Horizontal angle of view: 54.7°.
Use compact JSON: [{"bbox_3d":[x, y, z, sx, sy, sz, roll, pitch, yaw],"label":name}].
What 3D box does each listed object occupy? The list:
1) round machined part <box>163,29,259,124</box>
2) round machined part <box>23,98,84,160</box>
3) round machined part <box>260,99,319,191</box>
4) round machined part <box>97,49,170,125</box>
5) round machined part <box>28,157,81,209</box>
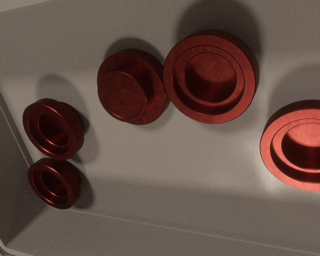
[{"bbox_3d":[0.056,-0.057,0.332,0.098,0.042,0.097,13,124,20],"label":"round machined part"},{"bbox_3d":[-0.157,-0.002,0.477,0.098,0.042,0.097,13,124,20],"label":"round machined part"},{"bbox_3d":[0.158,0.014,0.323,0.098,0.042,0.097,13,124,20],"label":"round machined part"},{"bbox_3d":[-0.038,-0.046,0.388,0.098,0.042,0.097,13,124,20],"label":"round machined part"},{"bbox_3d":[-0.180,0.092,0.547,0.098,0.042,0.097,13,124,20],"label":"round machined part"}]
